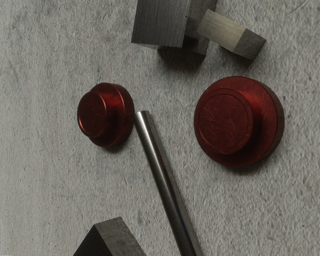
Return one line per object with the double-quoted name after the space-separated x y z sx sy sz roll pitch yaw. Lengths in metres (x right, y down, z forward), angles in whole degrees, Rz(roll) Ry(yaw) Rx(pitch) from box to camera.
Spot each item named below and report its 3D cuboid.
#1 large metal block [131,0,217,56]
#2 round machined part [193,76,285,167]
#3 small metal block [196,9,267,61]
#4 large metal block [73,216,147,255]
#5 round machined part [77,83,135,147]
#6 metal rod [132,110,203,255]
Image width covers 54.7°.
0.017 -0.136 0.375 0.080 0.050 0.079 17 101 38 "large metal block"
0.076 -0.007 0.331 0.098 0.042 0.097 0 90 40 "round machined part"
0.075 -0.098 0.326 0.050 0.050 0.025 42 115 32 "small metal block"
-0.073 0.190 0.449 0.080 0.050 0.080 48 119 29 "large metal block"
-0.087 -0.020 0.466 0.098 0.042 0.097 0 90 40 "round machined part"
0.024 0.116 0.385 0.025 0.025 0.299 -33 70 35 "metal rod"
